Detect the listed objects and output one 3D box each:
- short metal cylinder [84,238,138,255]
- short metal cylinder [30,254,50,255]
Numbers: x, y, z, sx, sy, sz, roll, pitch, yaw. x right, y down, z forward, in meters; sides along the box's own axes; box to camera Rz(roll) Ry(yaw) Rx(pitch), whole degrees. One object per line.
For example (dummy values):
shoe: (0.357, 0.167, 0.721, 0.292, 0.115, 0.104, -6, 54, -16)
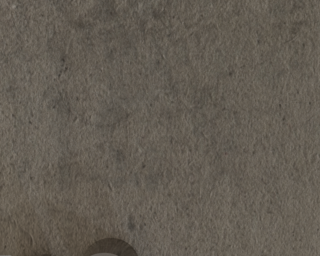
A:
short metal cylinder: (-0.067, 0.190, 0.397, 0.081, 0.050, 0.079, 0, 90, -1)
short metal cylinder: (-0.166, 0.201, 0.381, 0.050, 0.080, 0.079, -7, 90, 0)
